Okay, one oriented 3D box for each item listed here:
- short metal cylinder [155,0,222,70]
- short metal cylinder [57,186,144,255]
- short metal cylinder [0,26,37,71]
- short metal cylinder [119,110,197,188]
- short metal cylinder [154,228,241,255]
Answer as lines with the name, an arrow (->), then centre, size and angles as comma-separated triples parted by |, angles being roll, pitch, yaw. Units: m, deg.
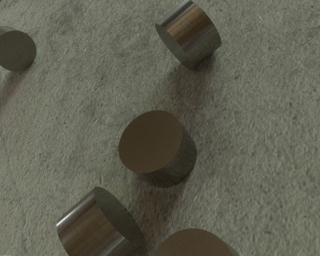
short metal cylinder -> 0.038, -0.127, 0.425 | 0.050, 0.080, 0.080 | -41, 51, 1
short metal cylinder -> -0.062, 0.110, 0.332 | 0.050, 0.080, 0.080 | -41, 51, 0
short metal cylinder -> -0.298, -0.159, 0.619 | 0.050, 0.080, 0.080 | 28, 77, 37
short metal cylinder -> -0.002, 0.025, 0.372 | 0.080, 0.050, 0.080 | -13, 56, 20
short metal cylinder -> 0.037, 0.138, 0.283 | 0.080, 0.050, 0.080 | -13, 56, 20
